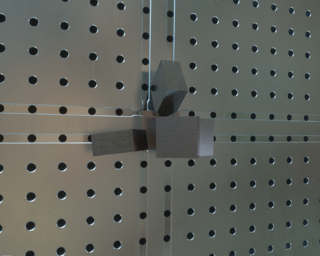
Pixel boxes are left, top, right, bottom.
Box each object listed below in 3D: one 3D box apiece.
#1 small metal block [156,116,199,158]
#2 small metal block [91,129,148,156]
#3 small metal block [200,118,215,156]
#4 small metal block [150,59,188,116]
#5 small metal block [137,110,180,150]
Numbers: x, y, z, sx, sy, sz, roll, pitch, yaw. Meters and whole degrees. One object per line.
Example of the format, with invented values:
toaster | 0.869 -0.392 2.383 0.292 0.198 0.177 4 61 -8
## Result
small metal block | 0.023 0.011 0.382 0.050 0.025 0.050 0 90 13
small metal block | -0.047 0.017 0.371 0.050 0.050 0.025 -7 87 15
small metal block | 0.049 0.012 0.419 0.050 0.025 0.050 4 88 -51
small metal block | 0.010 -0.049 0.392 0.025 0.050 0.050 3 53 -19
small metal block | -0.003 0.003 0.412 0.050 0.025 0.050 3 89 -20
